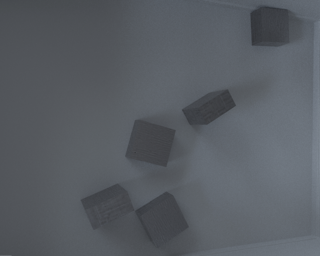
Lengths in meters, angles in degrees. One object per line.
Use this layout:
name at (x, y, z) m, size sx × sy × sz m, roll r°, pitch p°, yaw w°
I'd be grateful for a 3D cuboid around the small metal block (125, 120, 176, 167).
small metal block at (-0.013, 0.020, 0.407) m, size 0.050 × 0.025 × 0.050 m, roll 16°, pitch 84°, yaw -20°

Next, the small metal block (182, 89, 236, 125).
small metal block at (0.066, -0.028, 0.423) m, size 0.050 × 0.050 × 0.025 m, roll -32°, pitch 101°, yaw -17°

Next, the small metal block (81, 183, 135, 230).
small metal block at (-0.065, 0.093, 0.374) m, size 0.050 × 0.050 × 0.025 m, roll -22°, pitch 98°, yaw -19°

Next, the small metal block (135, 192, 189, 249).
small metal block at (0.003, 0.121, 0.413) m, size 0.050 × 0.025 × 0.050 m, roll -29°, pitch 100°, yaw -18°

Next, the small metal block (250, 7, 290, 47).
small metal block at (0.168, -0.153, 0.474) m, size 0.050 × 0.025 × 0.050 m, roll -4°, pitch 91°, yaw -20°
